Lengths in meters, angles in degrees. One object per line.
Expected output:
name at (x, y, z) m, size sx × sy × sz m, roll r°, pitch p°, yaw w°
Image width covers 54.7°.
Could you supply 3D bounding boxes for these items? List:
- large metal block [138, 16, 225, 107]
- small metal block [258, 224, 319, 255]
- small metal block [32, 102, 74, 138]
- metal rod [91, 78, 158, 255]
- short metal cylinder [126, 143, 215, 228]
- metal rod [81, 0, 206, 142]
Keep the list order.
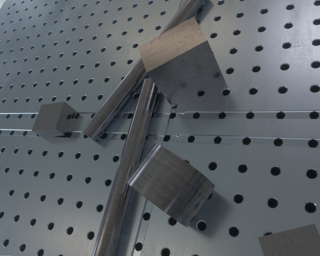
large metal block at (0.030, -0.084, 0.409) m, size 0.080 × 0.080 × 0.050 m, roll -27°, pitch 53°, yaw 12°
small metal block at (0.121, 0.118, 0.272) m, size 0.050 × 0.025 × 0.050 m, roll -20°, pitch 54°, yaw 16°
small metal block at (-0.175, -0.013, 0.508) m, size 0.050 × 0.025 × 0.050 m, roll -5°, pitch 60°, yaw 26°
metal rod at (-0.045, 0.066, 0.391) m, size 0.025 × 0.025 × 0.300 m, roll 0°, pitch 61°, yaw 28°
short metal cylinder at (0.011, 0.060, 0.330) m, size 0.080 × 0.080 × 0.050 m, roll 30°, pitch 78°, yaw 37°
metal rod at (-0.018, -0.106, 0.482) m, size 0.025 × 0.025 × 0.300 m, roll 29°, pitch 77°, yaw 37°
